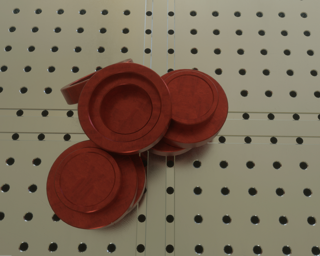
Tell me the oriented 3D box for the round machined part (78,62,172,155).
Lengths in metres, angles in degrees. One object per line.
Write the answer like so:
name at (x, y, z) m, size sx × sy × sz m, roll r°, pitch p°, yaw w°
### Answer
round machined part at (-0.036, -0.019, 0.341) m, size 0.098 × 0.042 × 0.098 m, roll -1°, pitch 78°, yaw 3°

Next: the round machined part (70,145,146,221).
round machined part at (-0.066, 0.057, 0.359) m, size 0.099 × 0.042 × 0.098 m, roll 0°, pitch 70°, yaw 0°

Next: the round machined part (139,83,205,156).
round machined part at (0.010, -0.017, 0.387) m, size 0.099 × 0.042 × 0.098 m, roll 0°, pitch 70°, yaw 0°

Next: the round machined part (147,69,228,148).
round machined part at (0.032, -0.029, 0.368) m, size 0.099 × 0.042 × 0.098 m, roll 0°, pitch 69°, yaw 0°

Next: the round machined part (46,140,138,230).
round machined part at (-0.074, 0.059, 0.336) m, size 0.099 × 0.042 × 0.098 m, roll 0°, pitch 70°, yaw 0°

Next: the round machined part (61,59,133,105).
round machined part at (-0.073, -0.051, 0.401) m, size 0.098 × 0.098 × 0.042 m, roll -26°, pitch 107°, yaw -9°
